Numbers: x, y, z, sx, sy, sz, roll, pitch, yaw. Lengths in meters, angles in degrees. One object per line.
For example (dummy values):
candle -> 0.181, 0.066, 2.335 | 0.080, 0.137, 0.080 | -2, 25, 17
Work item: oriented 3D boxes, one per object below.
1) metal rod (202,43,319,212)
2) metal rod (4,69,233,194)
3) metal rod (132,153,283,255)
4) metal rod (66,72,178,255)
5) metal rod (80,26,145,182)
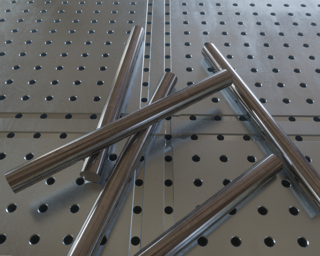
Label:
metal rod -> 0.133, -0.023, 0.428 | 0.025, 0.025, 0.300 | -16, 52, -13
metal rod -> -0.031, -0.006, 0.378 | 0.302, 0.025, 0.025 | -27, 55, -22
metal rod -> 0.018, 0.111, 0.314 | 0.302, 0.025, 0.025 | -30, 57, -23
metal rod -> -0.035, 0.033, 0.379 | 0.025, 0.025, 0.301 | 15, 51, 12
metal rod -> -0.060, -0.057, 0.454 | 0.025, 0.025, 0.300 | 6, 50, 5
